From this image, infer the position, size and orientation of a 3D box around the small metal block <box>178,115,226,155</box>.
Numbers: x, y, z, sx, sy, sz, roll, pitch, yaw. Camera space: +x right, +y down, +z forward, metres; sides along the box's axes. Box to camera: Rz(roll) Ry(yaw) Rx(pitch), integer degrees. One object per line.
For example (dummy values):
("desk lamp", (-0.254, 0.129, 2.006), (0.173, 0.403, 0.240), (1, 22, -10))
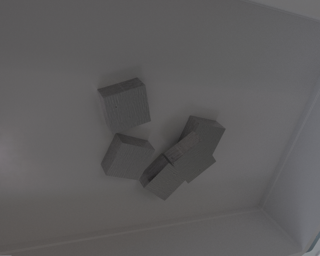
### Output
("small metal block", (0.059, 0.013, 0.449), (0.050, 0.025, 0.050), (10, 113, -33))

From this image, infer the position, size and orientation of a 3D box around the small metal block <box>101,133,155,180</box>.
("small metal block", (-0.043, 0.039, 0.409), (0.050, 0.025, 0.050), (16, 110, -35))

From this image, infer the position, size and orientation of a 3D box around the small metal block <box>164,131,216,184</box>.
("small metal block", (0.042, 0.040, 0.424), (0.050, 0.025, 0.050), (-38, 129, -3))

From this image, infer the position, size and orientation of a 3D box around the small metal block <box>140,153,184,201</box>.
("small metal block", (0.005, 0.073, 0.456), (0.050, 0.025, 0.050), (-46, 129, 4))

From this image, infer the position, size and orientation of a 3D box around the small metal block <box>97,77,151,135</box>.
("small metal block", (-0.042, -0.027, 0.369), (0.050, 0.025, 0.050), (-20, 126, -17))
